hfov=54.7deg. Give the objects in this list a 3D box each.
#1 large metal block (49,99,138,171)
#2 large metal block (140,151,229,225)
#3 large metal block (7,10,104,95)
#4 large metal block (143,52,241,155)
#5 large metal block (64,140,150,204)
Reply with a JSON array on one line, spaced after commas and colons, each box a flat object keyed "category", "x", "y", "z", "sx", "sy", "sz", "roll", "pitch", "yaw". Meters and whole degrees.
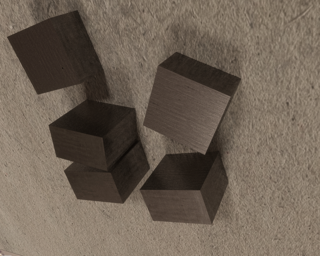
[{"category": "large metal block", "x": -0.086, "y": 0.006, "z": 0.419, "sx": 0.080, "sy": 0.080, "sz": 0.050, "roll": 12, "pitch": 123, "yaw": 21}, {"category": "large metal block", "x": 0.034, "y": 0.074, "z": 0.398, "sx": 0.080, "sy": 0.080, "sz": 0.050, "roll": -6, "pitch": 115, "yaw": 31}, {"category": "large metal block", "x": -0.133, "y": -0.096, "z": 0.400, "sx": 0.080, "sy": 0.050, "sz": 0.080, "roll": -8, "pitch": 115, "yaw": 31}, {"category": "large metal block", "x": 0.035, "y": -0.029, "z": 0.354, "sx": 0.080, "sy": 0.050, "sz": 0.079, "roll": 26, "pitch": 127, "yaw": 12}, {"category": "large metal block", "x": -0.073, "y": 0.060, "z": 0.445, "sx": 0.080, "sy": 0.080, "sz": 0.050, "roll": -2, "pitch": 117, "yaw": 29}]
